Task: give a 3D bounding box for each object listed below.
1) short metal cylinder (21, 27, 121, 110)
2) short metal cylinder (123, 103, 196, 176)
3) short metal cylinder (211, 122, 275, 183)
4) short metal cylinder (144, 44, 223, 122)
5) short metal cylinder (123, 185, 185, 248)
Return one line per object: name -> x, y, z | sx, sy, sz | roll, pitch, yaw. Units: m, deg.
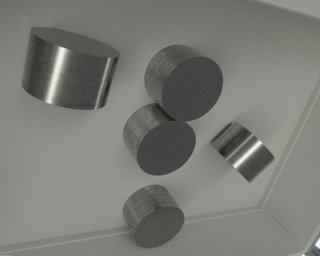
short metal cylinder -> -0.083, -0.057, 0.292 | 0.081, 0.080, 0.050 | 6, 115, -31
short metal cylinder -> -0.001, 0.014, 0.400 | 0.081, 0.050, 0.079 | -14, 124, -21
short metal cylinder -> 0.122, 0.036, 0.462 | 0.050, 0.080, 0.080 | -45, 129, 3
short metal cylinder -> 0.028, -0.055, 0.374 | 0.081, 0.050, 0.079 | -14, 124, -21
short metal cylinder -> -0.010, 0.133, 0.469 | 0.081, 0.050, 0.079 | -14, 124, -21
